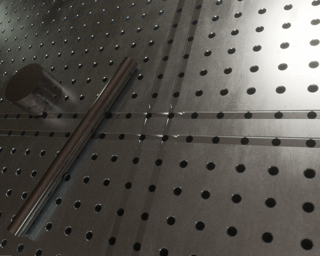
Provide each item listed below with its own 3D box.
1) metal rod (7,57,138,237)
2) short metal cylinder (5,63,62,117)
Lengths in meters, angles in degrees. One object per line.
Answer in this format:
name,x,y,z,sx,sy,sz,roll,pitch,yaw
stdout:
metal rod,-0.121,0.018,0.458,0.025,0.025,0.300,21,73,35
short metal cylinder,-0.222,-0.067,0.547,0.080,0.050,0.080,-13,56,20
